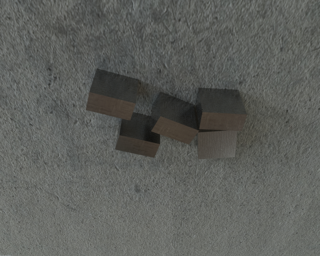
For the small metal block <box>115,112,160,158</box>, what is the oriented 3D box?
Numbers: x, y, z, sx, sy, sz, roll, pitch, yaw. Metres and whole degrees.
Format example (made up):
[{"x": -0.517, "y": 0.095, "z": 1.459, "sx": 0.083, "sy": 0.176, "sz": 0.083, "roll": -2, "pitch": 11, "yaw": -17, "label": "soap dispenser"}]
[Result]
[{"x": -0.028, "y": 0.007, "z": 0.396, "sx": 0.050, "sy": 0.050, "sz": 0.025, "roll": 13, "pitch": 129, "yaw": -11, "label": "small metal block"}]

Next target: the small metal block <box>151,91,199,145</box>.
[{"x": 0.018, "y": -0.013, "z": 0.380, "sx": 0.050, "sy": 0.050, "sz": 0.025, "roll": 20, "pitch": 127, "yaw": -16, "label": "small metal block"}]

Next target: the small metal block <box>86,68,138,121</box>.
[{"x": -0.054, "y": -0.039, "z": 0.357, "sx": 0.050, "sy": 0.050, "sz": 0.025, "roll": 13, "pitch": 129, "yaw": -11, "label": "small metal block"}]

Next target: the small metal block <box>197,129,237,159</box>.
[{"x": 0.076, "y": 0.015, "z": 0.420, "sx": 0.050, "sy": 0.025, "sz": 0.050, "roll": -4, "pitch": 130, "yaw": 3, "label": "small metal block"}]

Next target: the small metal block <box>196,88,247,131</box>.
[{"x": 0.071, "y": -0.023, "z": 0.372, "sx": 0.050, "sy": 0.050, "sz": 0.025, "roll": 3, "pitch": 130, "yaw": -3, "label": "small metal block"}]
